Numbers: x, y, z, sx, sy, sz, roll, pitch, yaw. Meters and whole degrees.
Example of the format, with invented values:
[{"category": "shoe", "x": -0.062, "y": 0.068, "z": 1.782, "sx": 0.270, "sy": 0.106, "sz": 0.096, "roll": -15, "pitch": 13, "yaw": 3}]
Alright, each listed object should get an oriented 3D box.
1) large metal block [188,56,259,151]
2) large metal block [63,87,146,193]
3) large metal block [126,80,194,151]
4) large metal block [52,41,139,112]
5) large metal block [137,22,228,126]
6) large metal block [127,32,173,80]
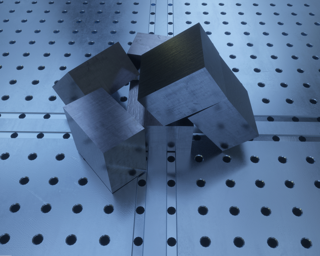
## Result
[{"category": "large metal block", "x": 0.076, "y": -0.031, "z": 0.388, "sx": 0.050, "sy": 0.080, "sz": 0.080, "roll": -27, "pitch": 43, "yaw": 28}, {"category": "large metal block", "x": -0.061, "y": 0.014, "z": 0.358, "sx": 0.050, "sy": 0.080, "sz": 0.080, "roll": -32, "pitch": 58, "yaw": -25}, {"category": "large metal block", "x": 0.000, "y": -0.017, "z": 0.406, "sx": 0.080, "sy": 0.050, "sz": 0.080, "roll": 1, "pitch": 50, "yaw": 0}, {"category": "large metal block", "x": -0.087, "y": -0.063, "z": 0.417, "sx": 0.080, "sy": 0.080, "sz": 0.050, "roll": -41, "pitch": 105, "yaw": -29}, {"category": "large metal block", "x": 0.024, "y": -0.060, "z": 0.352, "sx": 0.080, "sy": 0.050, "sz": 0.080, "roll": -23, "pitch": 44, "yaw": 25}, {"category": "large metal block", "x": 0.002, "y": -0.083, "z": 0.442, "sx": 0.080, "sy": 0.080, "sz": 0.050, "roll": 10, "pitch": 51, "yaw": 9}]
